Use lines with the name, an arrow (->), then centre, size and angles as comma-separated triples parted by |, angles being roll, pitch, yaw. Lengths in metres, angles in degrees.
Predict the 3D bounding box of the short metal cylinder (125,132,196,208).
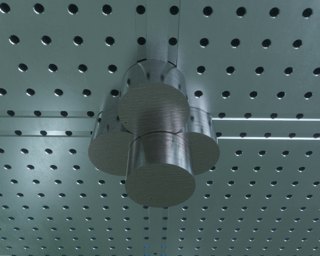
short metal cylinder -> 0.000, 0.051, 0.372 | 0.081, 0.050, 0.079 | 0, 130, 0

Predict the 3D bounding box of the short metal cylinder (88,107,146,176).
short metal cylinder -> -0.050, 0.018, 0.410 | 0.081, 0.050, 0.079 | 0, 130, 0

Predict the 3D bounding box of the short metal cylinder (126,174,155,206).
short metal cylinder -> -0.008, 0.070, 0.454 | 0.081, 0.050, 0.079 | -1, 128, 0

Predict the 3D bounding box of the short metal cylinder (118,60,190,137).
short metal cylinder -> -0.007, -0.033, 0.366 | 0.081, 0.050, 0.079 | -1, 130, -1

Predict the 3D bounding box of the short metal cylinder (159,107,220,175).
short metal cylinder -> 0.035, 0.019, 0.411 | 0.081, 0.050, 0.079 | 0, 130, 0
